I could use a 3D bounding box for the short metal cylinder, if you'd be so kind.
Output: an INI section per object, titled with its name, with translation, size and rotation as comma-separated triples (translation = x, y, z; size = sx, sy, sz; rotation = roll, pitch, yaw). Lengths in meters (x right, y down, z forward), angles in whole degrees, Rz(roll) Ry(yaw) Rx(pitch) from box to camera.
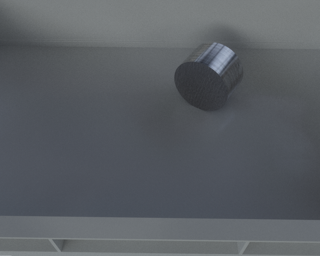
[short metal cylinder]
translation = 0.067, -0.070, 0.429
size = 0.080, 0.080, 0.050
rotation = 26, 55, 20
